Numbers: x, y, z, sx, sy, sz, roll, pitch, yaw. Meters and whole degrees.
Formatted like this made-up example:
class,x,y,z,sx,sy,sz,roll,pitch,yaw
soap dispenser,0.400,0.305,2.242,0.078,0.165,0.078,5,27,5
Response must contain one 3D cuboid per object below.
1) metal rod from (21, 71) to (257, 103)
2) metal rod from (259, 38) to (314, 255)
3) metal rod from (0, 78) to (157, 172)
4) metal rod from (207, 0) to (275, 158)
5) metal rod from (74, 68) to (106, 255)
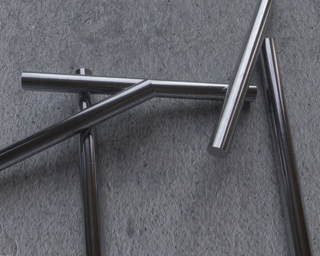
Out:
class,x,y,z,sx,sy,sz,roll,pitch,yaw
metal rod,-0.021,-0.054,0.409,0.302,0.025,0.025,2,70,-6
metal rod,0.159,0.016,0.403,0.025,0.025,0.299,-1,70,-1
metal rod,-0.144,0.015,0.381,0.301,0.025,0.025,-26,72,-1
metal rod,0.119,-0.094,0.419,0.025,0.025,0.300,20,62,7
metal rod,-0.087,0.062,0.384,0.025,0.025,0.299,-8,70,-3
